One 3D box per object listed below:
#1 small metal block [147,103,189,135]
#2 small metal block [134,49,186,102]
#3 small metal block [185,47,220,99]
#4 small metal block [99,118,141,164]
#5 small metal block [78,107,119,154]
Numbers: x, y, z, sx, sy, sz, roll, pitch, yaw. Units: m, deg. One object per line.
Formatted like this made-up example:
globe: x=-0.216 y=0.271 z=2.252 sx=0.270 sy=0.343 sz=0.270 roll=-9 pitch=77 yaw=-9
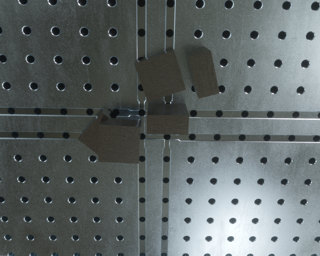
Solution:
small metal block: x=0.009 y=-0.012 z=0.396 sx=0.050 sy=0.050 sz=0.025 roll=1 pitch=110 yaw=-1
small metal block: x=0.001 y=-0.067 z=0.389 sx=0.050 sy=0.025 sz=0.050 roll=-17 pitch=110 yaw=5
small metal block: x=0.051 y=-0.068 z=0.376 sx=0.025 sy=0.050 sz=0.050 roll=-14 pitch=110 yaw=5
small metal block: x=-0.050 y=0.016 z=0.392 sx=0.050 sy=0.025 sz=0.050 roll=3 pitch=110 yaw=-2
small metal block: x=-0.072 y=0.009 z=0.416 sx=0.050 sy=0.025 sz=0.050 roll=41 pitch=105 yaw=-14
